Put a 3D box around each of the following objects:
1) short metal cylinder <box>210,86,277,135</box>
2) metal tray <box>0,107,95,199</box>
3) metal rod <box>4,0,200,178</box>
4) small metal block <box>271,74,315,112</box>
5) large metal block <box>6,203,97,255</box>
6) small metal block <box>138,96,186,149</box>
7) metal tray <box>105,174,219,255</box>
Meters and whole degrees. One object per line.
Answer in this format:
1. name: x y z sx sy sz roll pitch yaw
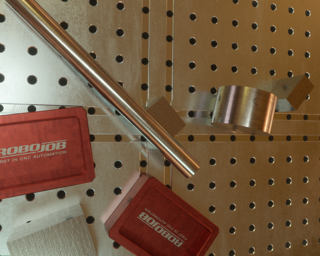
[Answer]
1. short metal cylinder: 0.114 -0.022 0.425 0.081 0.080 0.050 14 86 -20
2. metal tray: -0.147 0.027 0.355 0.131 0.030 0.089 -8 93 -20
3. metal rod: -0.064 -0.051 0.369 0.300 0.025 0.025 45 76 -7
4. small metal block: 0.195 -0.051 0.471 0.025 0.050 0.050 45 76 -15
5. large metal block: -0.118 0.144 0.356 0.081 0.050 0.080 -18 96 -19
6. small metal block: -0.003 -0.007 0.412 0.050 0.025 0.050 -42 104 -15
7. metal tray: 0.005 0.134 0.411 0.130 0.030 0.090 41 77 -16
